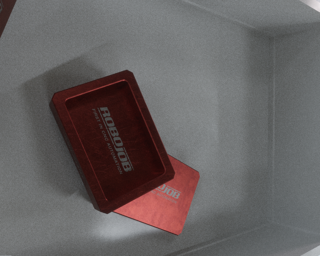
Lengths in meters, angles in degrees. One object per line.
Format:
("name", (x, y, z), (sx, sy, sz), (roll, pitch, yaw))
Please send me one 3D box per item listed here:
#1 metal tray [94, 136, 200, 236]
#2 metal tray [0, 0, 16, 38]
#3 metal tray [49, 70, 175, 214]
("metal tray", (-0.011, 0.075, 0.396), (0.130, 0.030, 0.090), (33, 70, -35))
("metal tray", (-0.138, -0.106, 0.222), (0.030, 0.130, 0.090), (19, 77, -15))
("metal tray", (-0.049, 0.013, 0.333), (0.091, 0.030, 0.129), (-24, 92, -25))
